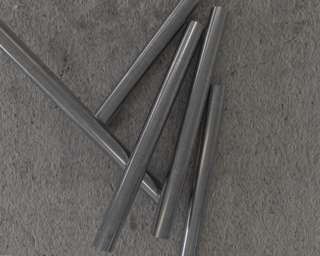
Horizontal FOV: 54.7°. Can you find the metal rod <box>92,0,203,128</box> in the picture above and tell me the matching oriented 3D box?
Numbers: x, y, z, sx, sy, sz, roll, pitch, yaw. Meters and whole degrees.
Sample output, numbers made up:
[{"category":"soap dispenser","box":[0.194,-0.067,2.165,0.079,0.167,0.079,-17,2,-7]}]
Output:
[{"category":"metal rod","box":[0.006,-0.122,0.409,0.025,0.025,0.299,37,90,0]}]

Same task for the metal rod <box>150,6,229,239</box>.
[{"category":"metal rod","box":[0.040,-0.011,0.395,0.025,0.025,0.299,16,84,0]}]

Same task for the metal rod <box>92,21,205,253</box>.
[{"category":"metal rod","box":[-0.009,0.001,0.382,0.025,0.025,0.299,23,79,0]}]

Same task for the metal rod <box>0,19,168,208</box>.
[{"category":"metal rod","box":[-0.091,-0.009,0.382,0.025,0.025,0.300,-43,101,0]}]

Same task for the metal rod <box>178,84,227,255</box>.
[{"category":"metal rod","box":[0.051,0.092,0.410,0.025,0.025,0.298,10,90,0]}]
